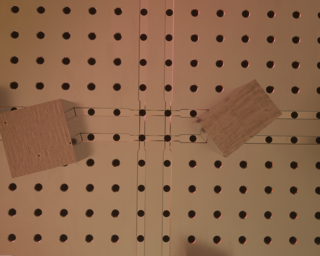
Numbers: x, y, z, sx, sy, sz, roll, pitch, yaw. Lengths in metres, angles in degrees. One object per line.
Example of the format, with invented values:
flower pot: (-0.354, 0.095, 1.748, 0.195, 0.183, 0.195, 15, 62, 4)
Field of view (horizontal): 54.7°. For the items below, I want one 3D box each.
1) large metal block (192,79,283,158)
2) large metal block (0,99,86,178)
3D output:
large metal block: (0.091, -0.011, 0.387, 0.080, 0.080, 0.050, -38, 90, 0)
large metal block: (-0.150, 0.013, 0.399, 0.080, 0.050, 0.080, -14, 90, -1)
